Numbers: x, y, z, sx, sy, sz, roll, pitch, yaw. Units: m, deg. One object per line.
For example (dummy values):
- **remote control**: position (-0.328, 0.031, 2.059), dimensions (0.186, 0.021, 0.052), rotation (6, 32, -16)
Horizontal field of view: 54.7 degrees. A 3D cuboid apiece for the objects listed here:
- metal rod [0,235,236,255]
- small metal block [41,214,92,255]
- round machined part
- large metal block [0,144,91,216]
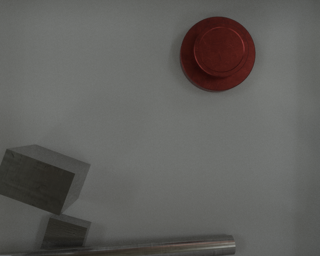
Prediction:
- **metal rod**: position (-0.053, 0.159, 0.392), dimensions (0.302, 0.025, 0.025), rotation (-1, 90, -8)
- **small metal block**: position (-0.125, 0.146, 0.410), dimensions (0.050, 0.025, 0.050), rotation (16, 90, -1)
- **round machined part**: position (0.076, -0.097, 0.404), dimensions (0.099, 0.042, 0.097), rotation (0, 90, -1)
- **large metal block**: position (-0.141, 0.060, 0.382), dimensions (0.080, 0.080, 0.050), rotation (20, 90, -1)
